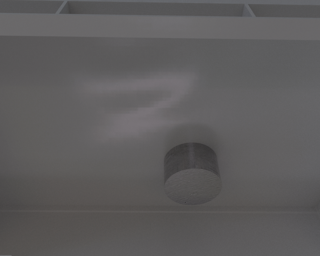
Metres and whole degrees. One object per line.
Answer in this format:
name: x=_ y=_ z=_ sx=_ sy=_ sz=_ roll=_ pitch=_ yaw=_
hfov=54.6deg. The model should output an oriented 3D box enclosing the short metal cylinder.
short metal cylinder: x=0.046 y=0.067 z=0.450 sx=0.080 sy=0.050 sz=0.080 roll=0 pitch=130 yaw=0
